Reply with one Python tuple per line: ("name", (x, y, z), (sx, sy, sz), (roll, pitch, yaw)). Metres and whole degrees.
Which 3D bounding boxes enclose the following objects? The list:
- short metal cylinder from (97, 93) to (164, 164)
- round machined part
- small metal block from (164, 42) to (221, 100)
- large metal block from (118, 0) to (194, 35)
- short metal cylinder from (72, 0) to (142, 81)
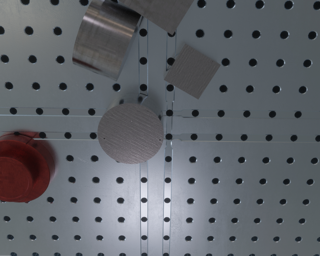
("short metal cylinder", (-0.036, 0.000, 0.399), (0.081, 0.050, 0.079), (0, 110, 0))
("round machined part", (-0.201, 0.061, 0.425), (0.099, 0.042, 0.097), (0, 110, 0))
("small metal block", (0.039, -0.072, 0.387), (0.050, 0.025, 0.050), (29, 107, -10))
("large metal block", (-0.009, -0.145, 0.330), (0.080, 0.080, 0.050), (30, 107, -11))
("short metal cylinder", (-0.058, -0.099, 0.347), (0.050, 0.080, 0.079), (22, 109, -8))
